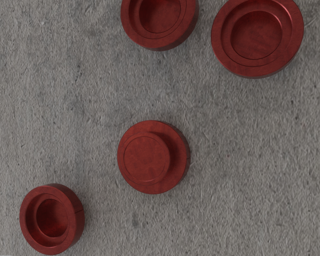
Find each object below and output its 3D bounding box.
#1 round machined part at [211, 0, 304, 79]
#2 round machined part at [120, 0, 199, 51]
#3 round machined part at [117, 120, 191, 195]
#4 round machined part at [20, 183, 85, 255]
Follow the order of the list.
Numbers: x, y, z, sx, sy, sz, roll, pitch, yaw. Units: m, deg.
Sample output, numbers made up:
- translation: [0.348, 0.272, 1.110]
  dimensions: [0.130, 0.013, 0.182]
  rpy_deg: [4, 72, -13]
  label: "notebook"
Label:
- translation: [0.112, -0.106, 0.360]
  dimensions: [0.098, 0.042, 0.097]
  rpy_deg: [0, 90, 20]
  label: "round machined part"
- translation: [0.003, -0.147, 0.399]
  dimensions: [0.098, 0.042, 0.097]
  rpy_deg: [0, 90, 20]
  label: "round machined part"
- translation: [-0.013, 0.038, 0.404]
  dimensions: [0.098, 0.042, 0.097]
  rpy_deg: [0, 90, 20]
  label: "round machined part"
- translation: [-0.152, 0.129, 0.453]
  dimensions: [0.098, 0.042, 0.097]
  rpy_deg: [0, 90, 20]
  label: "round machined part"
